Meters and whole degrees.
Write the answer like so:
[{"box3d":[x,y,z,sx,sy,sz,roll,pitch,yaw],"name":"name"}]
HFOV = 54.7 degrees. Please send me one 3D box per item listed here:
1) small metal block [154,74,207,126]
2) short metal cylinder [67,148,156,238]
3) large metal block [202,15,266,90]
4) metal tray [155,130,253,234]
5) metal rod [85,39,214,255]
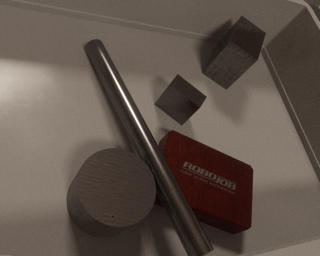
[{"box3d":[0.028,-0.038,0.429,0.050,0.050,0.025,38,51,-3],"name":"small metal block"},{"box3d":[-0.051,0.068,0.322,0.081,0.050,0.080,14,56,-21],"name":"short metal cylinder"},{"box3d":[0.123,-0.124,0.515,0.050,0.080,0.080,33,51,-7],"name":"large metal block"},{"box3d":[0.055,0.068,0.392,0.131,0.030,0.090,25,53,-14],"name":"metal tray"},{"box3d":[-0.025,0.005,0.362,0.025,0.025,0.299,-11,59,-33],"name":"metal rod"}]
